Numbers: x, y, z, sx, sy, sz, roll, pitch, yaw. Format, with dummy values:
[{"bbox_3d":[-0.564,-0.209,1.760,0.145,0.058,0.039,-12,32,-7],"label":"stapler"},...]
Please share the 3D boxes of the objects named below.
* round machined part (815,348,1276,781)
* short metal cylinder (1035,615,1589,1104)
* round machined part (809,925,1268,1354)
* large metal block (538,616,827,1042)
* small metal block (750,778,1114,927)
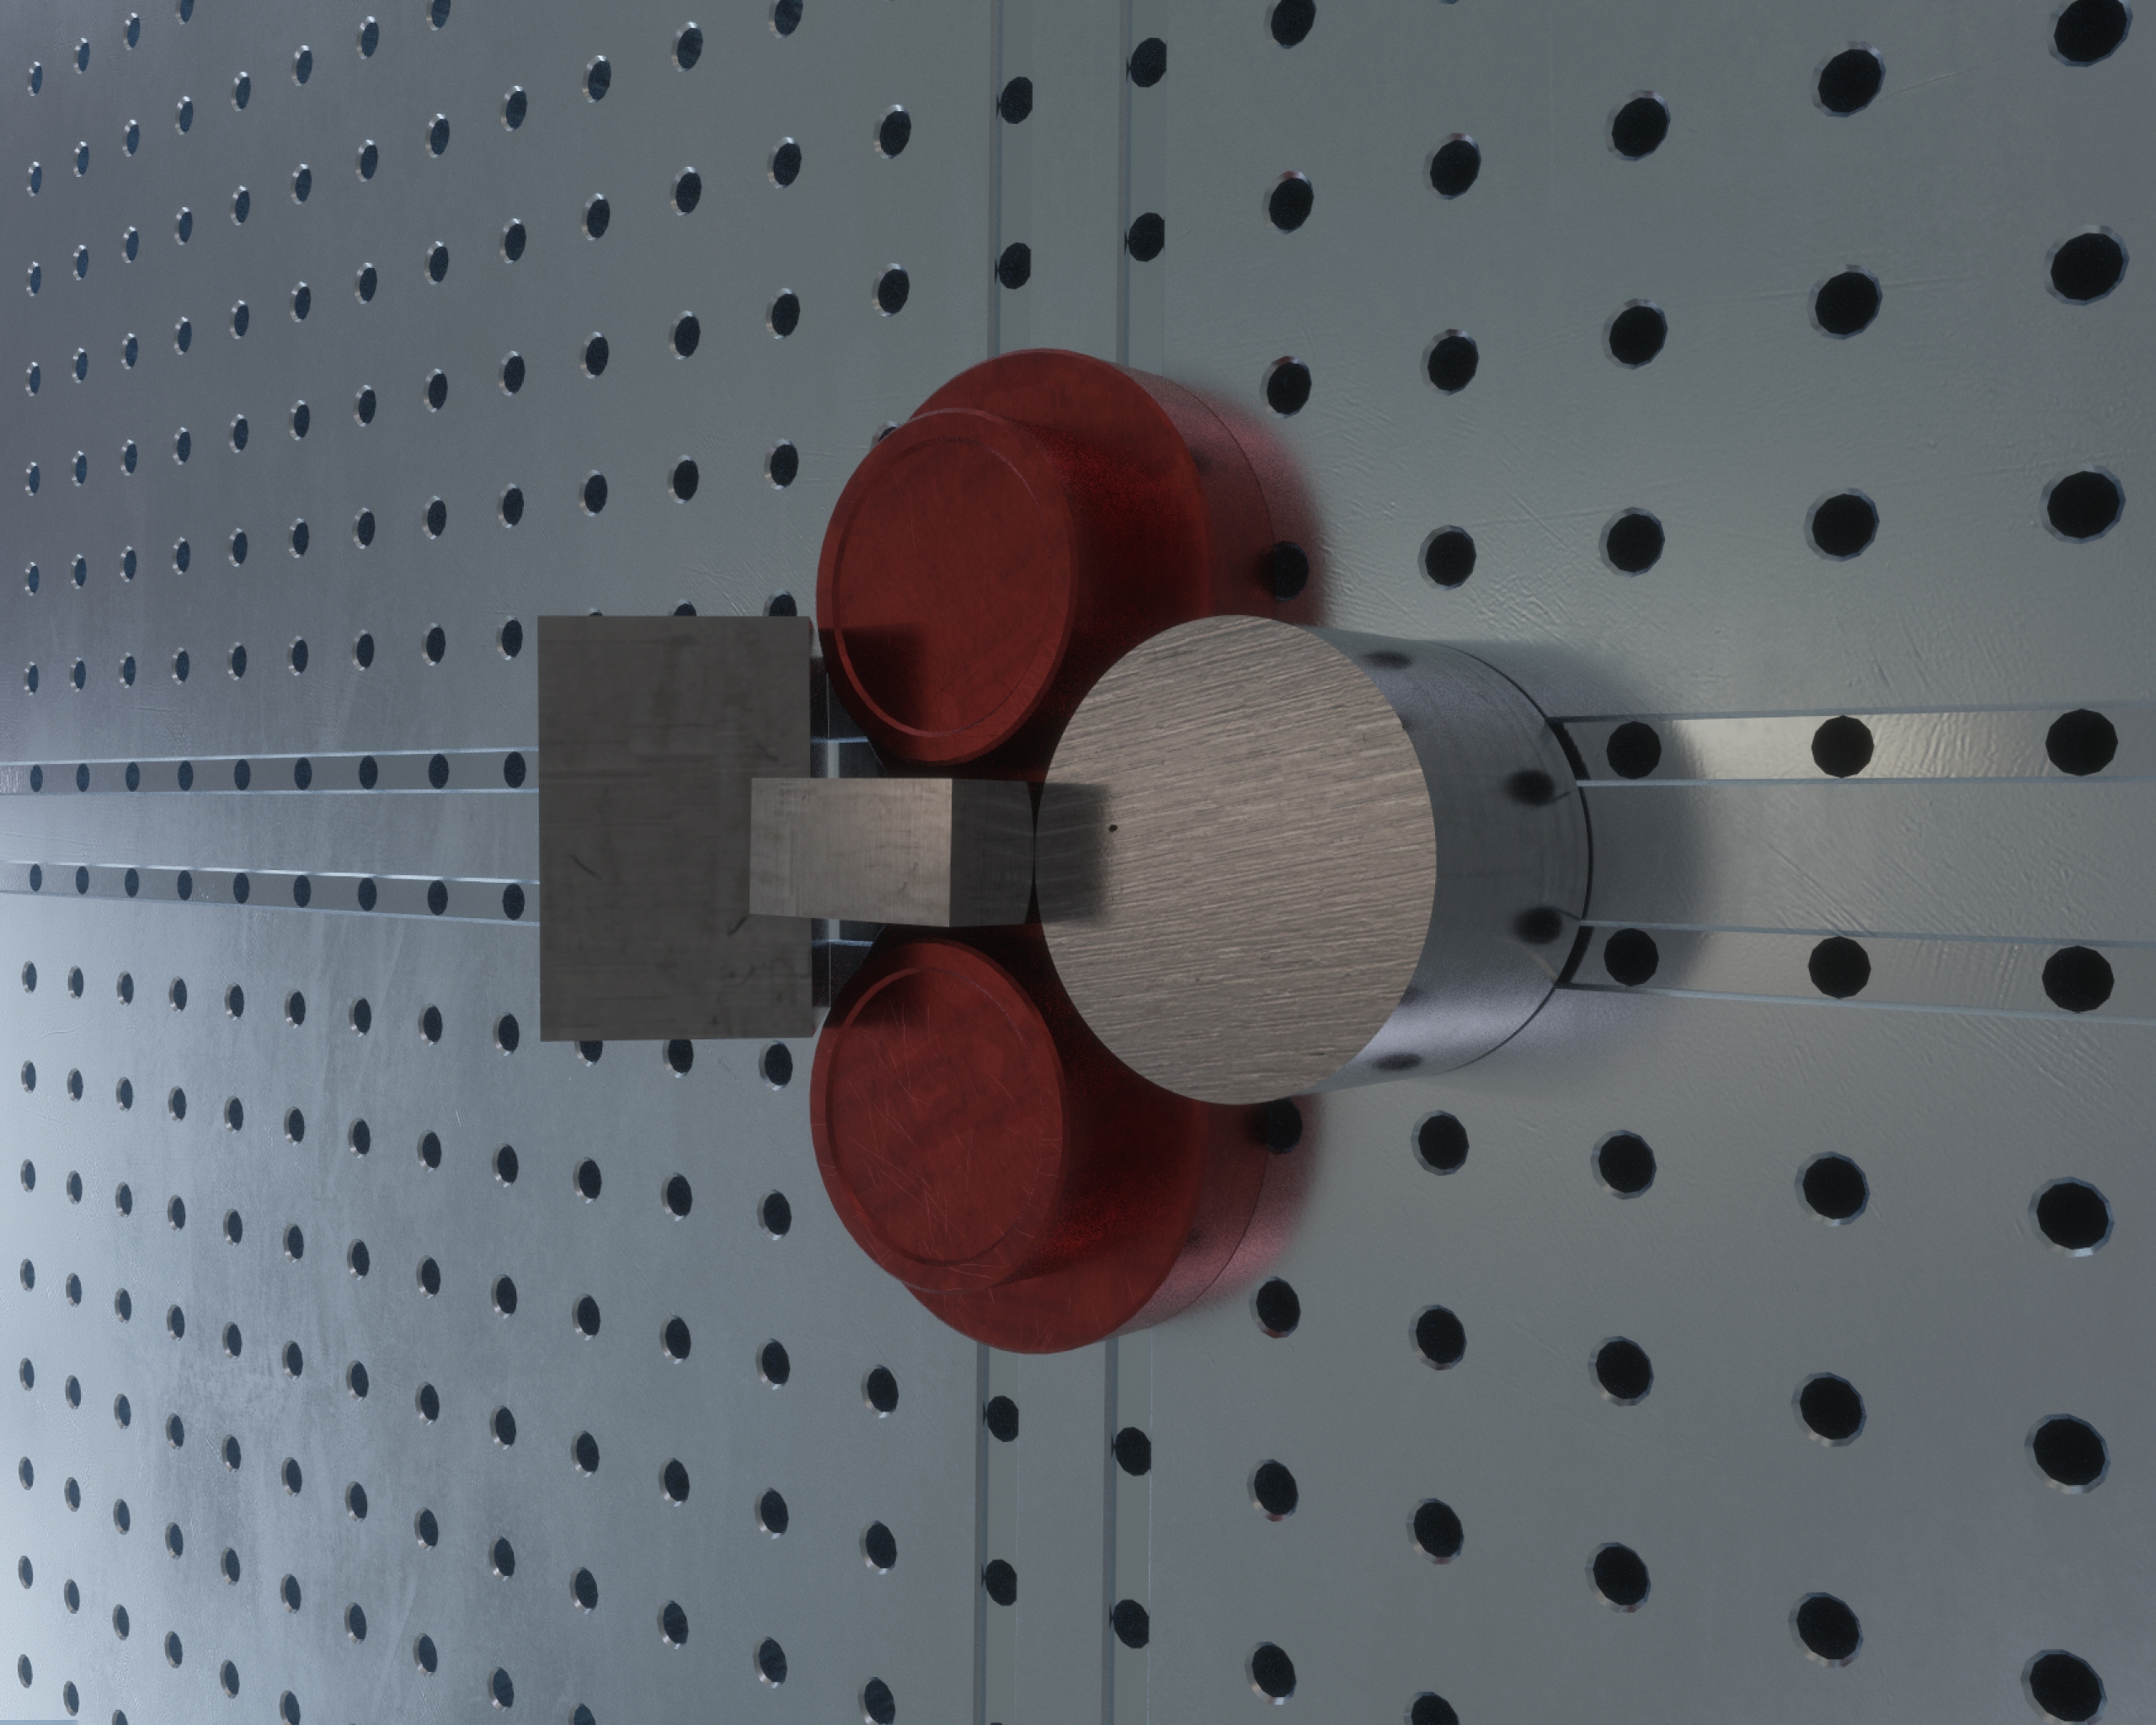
[{"bbox_3d":[-0.013,-0.052,0.410,0.098,0.042,0.097,0,90,40],"label":"round machined part"},{"bbox_3d":[0.039,-0.001,0.359,0.080,0.050,0.080,0,90,40],"label":"short metal cylinder"},{"bbox_3d":[-0.015,0.048,0.411,0.098,0.042,0.097,0,90,40],"label":"round machined part"},{"bbox_3d":[-0.078,-0.007,0.431,0.050,0.080,0.080,0,90,-4],"label":"large metal block"},{"bbox_3d":[-0.024,-0.002,0.385,0.050,0.050,0.025,2,92,40],"label":"small metal block"}]
